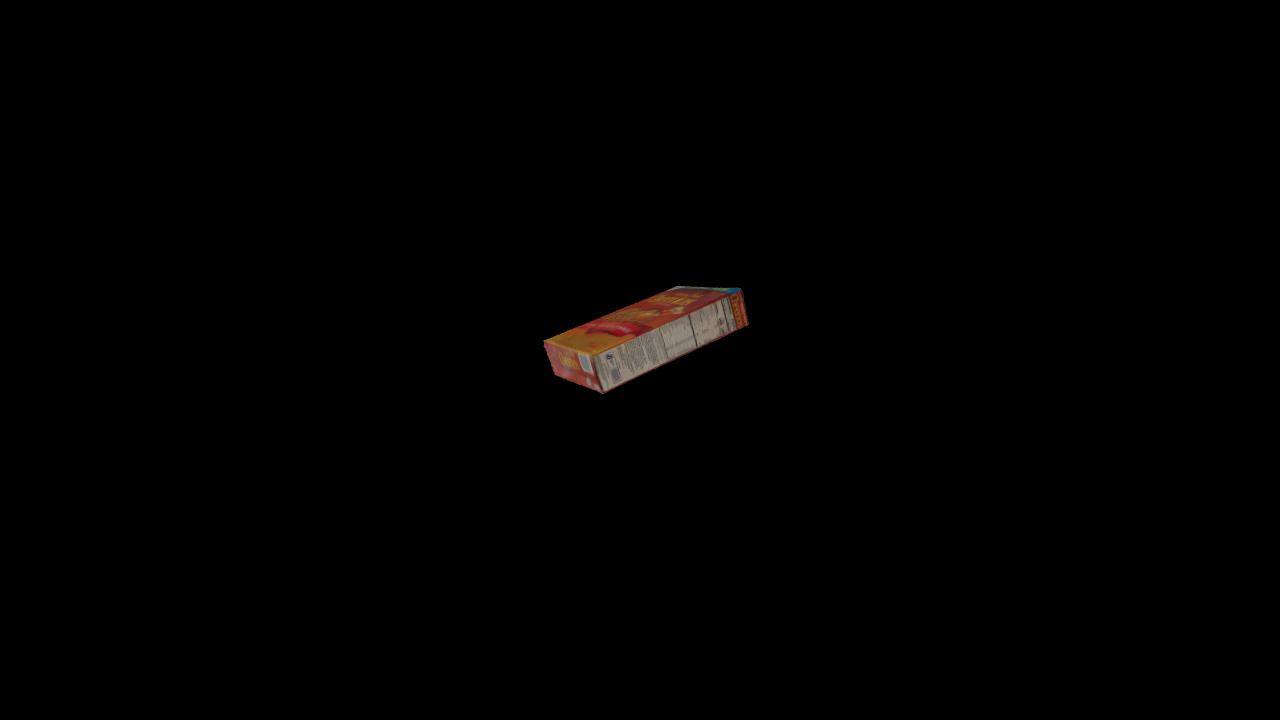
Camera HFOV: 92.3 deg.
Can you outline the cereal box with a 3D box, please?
[{"bbox_3d":[0.009,-0.048,1.078,0.306,0.081,0.203,-25,19,-24],"label":"cereal box"}]
